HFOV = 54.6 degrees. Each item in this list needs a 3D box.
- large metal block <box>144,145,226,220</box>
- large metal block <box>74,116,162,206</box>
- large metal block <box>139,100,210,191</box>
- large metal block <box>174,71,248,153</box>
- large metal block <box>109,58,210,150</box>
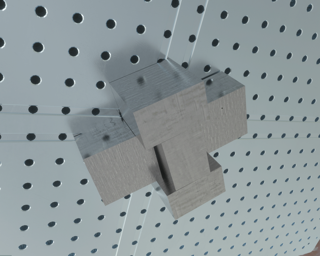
[{"bbox_3d":[0.032,0.066,0.433,0.080,0.080,0.050,-26,128,-13],"label":"large metal block"},{"bbox_3d":[-0.051,0.038,0.391,0.080,0.050,0.080,-24,127,-14],"label":"large metal block"},{"bbox_3d":[0.016,0.017,0.394,0.050,0.080,0.080,-26,128,-12],"label":"large metal block"},{"bbox_3d":[0.068,-0.018,0.419,0.080,0.050,0.080,-26,130,-12],"label":"large metal block"},{"bbox_3d":[-0.002,-0.031,0.354,0.080,0.080,0.050,-25,127,-13],"label":"large metal block"}]
